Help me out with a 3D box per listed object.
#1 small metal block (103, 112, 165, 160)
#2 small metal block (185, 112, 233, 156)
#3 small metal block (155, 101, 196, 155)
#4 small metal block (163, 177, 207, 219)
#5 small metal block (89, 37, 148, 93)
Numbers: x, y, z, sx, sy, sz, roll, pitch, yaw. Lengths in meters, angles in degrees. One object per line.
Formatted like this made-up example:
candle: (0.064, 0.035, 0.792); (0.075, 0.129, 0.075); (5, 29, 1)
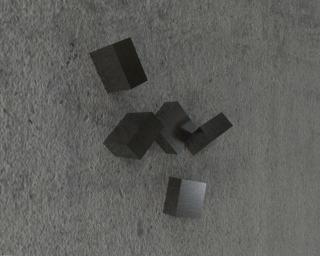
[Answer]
small metal block: (-0.031, 0.008, 0.362); (0.025, 0.050, 0.050); (51, 60, -28)
small metal block: (0.068, 0.009, 0.441); (0.050, 0.050, 0.025); (-31, 80, -36)
small metal block: (0.015, 0.000, 0.417); (0.050, 0.025, 0.050); (51, 60, -28)
small metal block: (0.035, 0.098, 0.434); (0.050, 0.025, 0.050); (17, 79, -39)
small metal block: (-0.047, -0.069, 0.348); (0.025, 0.050, 0.050); (-35, 112, -35)
